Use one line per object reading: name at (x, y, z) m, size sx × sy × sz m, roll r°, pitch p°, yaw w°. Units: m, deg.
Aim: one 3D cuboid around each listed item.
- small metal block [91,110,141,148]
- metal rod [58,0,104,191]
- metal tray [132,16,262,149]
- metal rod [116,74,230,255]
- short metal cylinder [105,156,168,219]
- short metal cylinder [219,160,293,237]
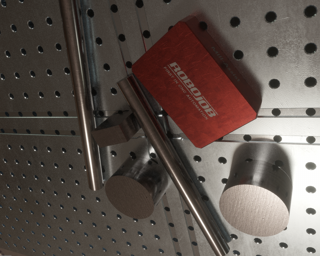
small metal block at (-0.057, 0.000, 0.423) m, size 0.050 × 0.050 × 0.025 m, roll -13°, pitch 112°, yaw 33°
metal rod at (-0.108, -0.029, 0.448) m, size 0.025 × 0.025 × 0.298 m, roll 13°, pitch 124°, yaw 20°
metal tray at (0.041, -0.048, 0.356) m, size 0.090 × 0.030 × 0.130 m, roll -34°, pitch 100°, yaw 38°
metal rod at (0.025, 0.063, 0.435) m, size 0.025 × 0.025 × 0.299 m, roll -18°, pitch 109°, yaw 35°
short metal cylinder at (-0.035, 0.089, 0.467) m, size 0.080 × 0.050 × 0.079 m, roll 13°, pitch 124°, yaw 20°
short metal cylinder at (0.120, 0.087, 0.385) m, size 0.080 × 0.050 × 0.079 m, roll 13°, pitch 124°, yaw 20°
